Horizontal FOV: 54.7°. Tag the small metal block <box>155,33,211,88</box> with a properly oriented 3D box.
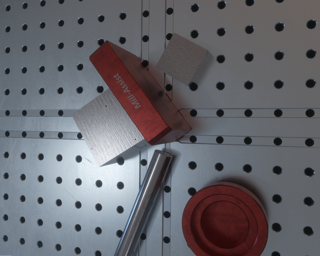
[{"bbox_3d":[0.030,-0.087,0.401,0.050,0.025,0.050,32,100,16],"label":"small metal block"}]

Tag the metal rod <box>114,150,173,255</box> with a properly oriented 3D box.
[{"bbox_3d":[-0.048,0.172,0.428,0.025,0.025,0.298,24,98,18],"label":"metal rod"}]

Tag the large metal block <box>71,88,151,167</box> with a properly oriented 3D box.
[{"bbox_3d":[-0.058,-0.004,0.419,0.080,0.050,0.080,-32,80,17],"label":"large metal block"}]

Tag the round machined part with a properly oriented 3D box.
[{"bbox_3d":[0.080,0.114,0.375,0.098,0.042,0.097,0,90,19],"label":"round machined part"}]

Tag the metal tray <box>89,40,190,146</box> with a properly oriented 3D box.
[{"bbox_3d":[-0.021,-0.041,0.384,0.030,0.090,0.130,-39,78,16],"label":"metal tray"}]
